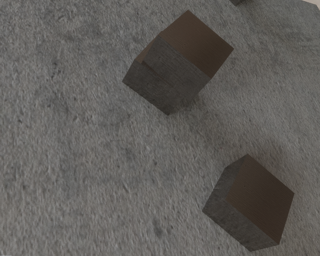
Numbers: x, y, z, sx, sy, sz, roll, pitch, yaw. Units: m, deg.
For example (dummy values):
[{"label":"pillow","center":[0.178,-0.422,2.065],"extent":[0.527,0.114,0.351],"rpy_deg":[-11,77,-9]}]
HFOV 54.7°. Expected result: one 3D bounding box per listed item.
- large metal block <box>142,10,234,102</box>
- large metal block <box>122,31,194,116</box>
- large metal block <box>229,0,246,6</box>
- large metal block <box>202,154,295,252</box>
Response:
[{"label":"large metal block","center":[0.038,-0.095,0.404],"extent":[0.080,0.050,0.080],"rpy_deg":[40,51,-2]},{"label":"large metal block","center":[0.007,-0.078,0.441],"extent":[0.080,0.050,0.080],"rpy_deg":[37,51,-4]},{"label":"large metal block","center":[0.170,-0.325,0.681],"extent":[0.080,0.050,0.080],"rpy_deg":[47,51,4]},{"label":"large metal block","center":[0.113,0.094,0.393],"extent":[0.080,0.050,0.080],"rpy_deg":[40,51,-1]}]
